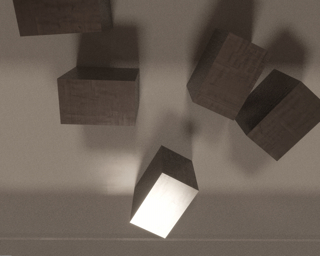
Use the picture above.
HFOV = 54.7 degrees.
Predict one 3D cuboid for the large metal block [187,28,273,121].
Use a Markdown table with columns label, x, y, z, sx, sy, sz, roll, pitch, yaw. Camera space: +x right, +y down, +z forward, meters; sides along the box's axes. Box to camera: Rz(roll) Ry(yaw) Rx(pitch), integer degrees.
| label | x | y | z | sx | sy | sz | roll | pitch | yaw |
| --- | --- | --- | --- | --- | --- | --- | --- | --- | --- |
| large metal block | 0.074 | -0.065 | 0.359 | 0.050 | 0.080 | 0.080 | 24 | 108 | -9 |

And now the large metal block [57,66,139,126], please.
| label | x | y | z | sx | sy | sz | roll | pitch | yaw |
| --- | --- | --- | --- | --- | --- | --- | --- | --- | --- |
| large metal block | -0.067 | -0.040 | 0.366 | 0.081 | 0.080 | 0.050 | 2 | 110 | -1 |

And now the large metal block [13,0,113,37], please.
| label | x | y | z | sx | sy | sz | roll | pitch | yaw |
| --- | --- | --- | --- | --- | --- | --- | --- | --- | --- |
| large metal block | -0.099 | -0.129 | 0.333 | 0.081 | 0.080 | 0.050 | -3 | 110 | 1 |

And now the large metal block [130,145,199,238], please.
| label | x | y | z | sx | sy | sz | roll | pitch | yaw |
| --- | --- | --- | --- | --- | --- | --- | --- | --- | --- |
| large metal block | 0.004 | 0.082 | 0.412 | 0.050 | 0.080 | 0.080 | 28 | 107 | -10 |

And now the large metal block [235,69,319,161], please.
| label | x | y | z | sx | sy | sz | roll | pitch | yaw |
| --- | --- | --- | --- | --- | --- | --- | --- | --- | --- |
| large metal block | 0.141 | -0.019 | 0.377 | 0.050 | 0.080 | 0.080 | 38 | 105 | -13 |
